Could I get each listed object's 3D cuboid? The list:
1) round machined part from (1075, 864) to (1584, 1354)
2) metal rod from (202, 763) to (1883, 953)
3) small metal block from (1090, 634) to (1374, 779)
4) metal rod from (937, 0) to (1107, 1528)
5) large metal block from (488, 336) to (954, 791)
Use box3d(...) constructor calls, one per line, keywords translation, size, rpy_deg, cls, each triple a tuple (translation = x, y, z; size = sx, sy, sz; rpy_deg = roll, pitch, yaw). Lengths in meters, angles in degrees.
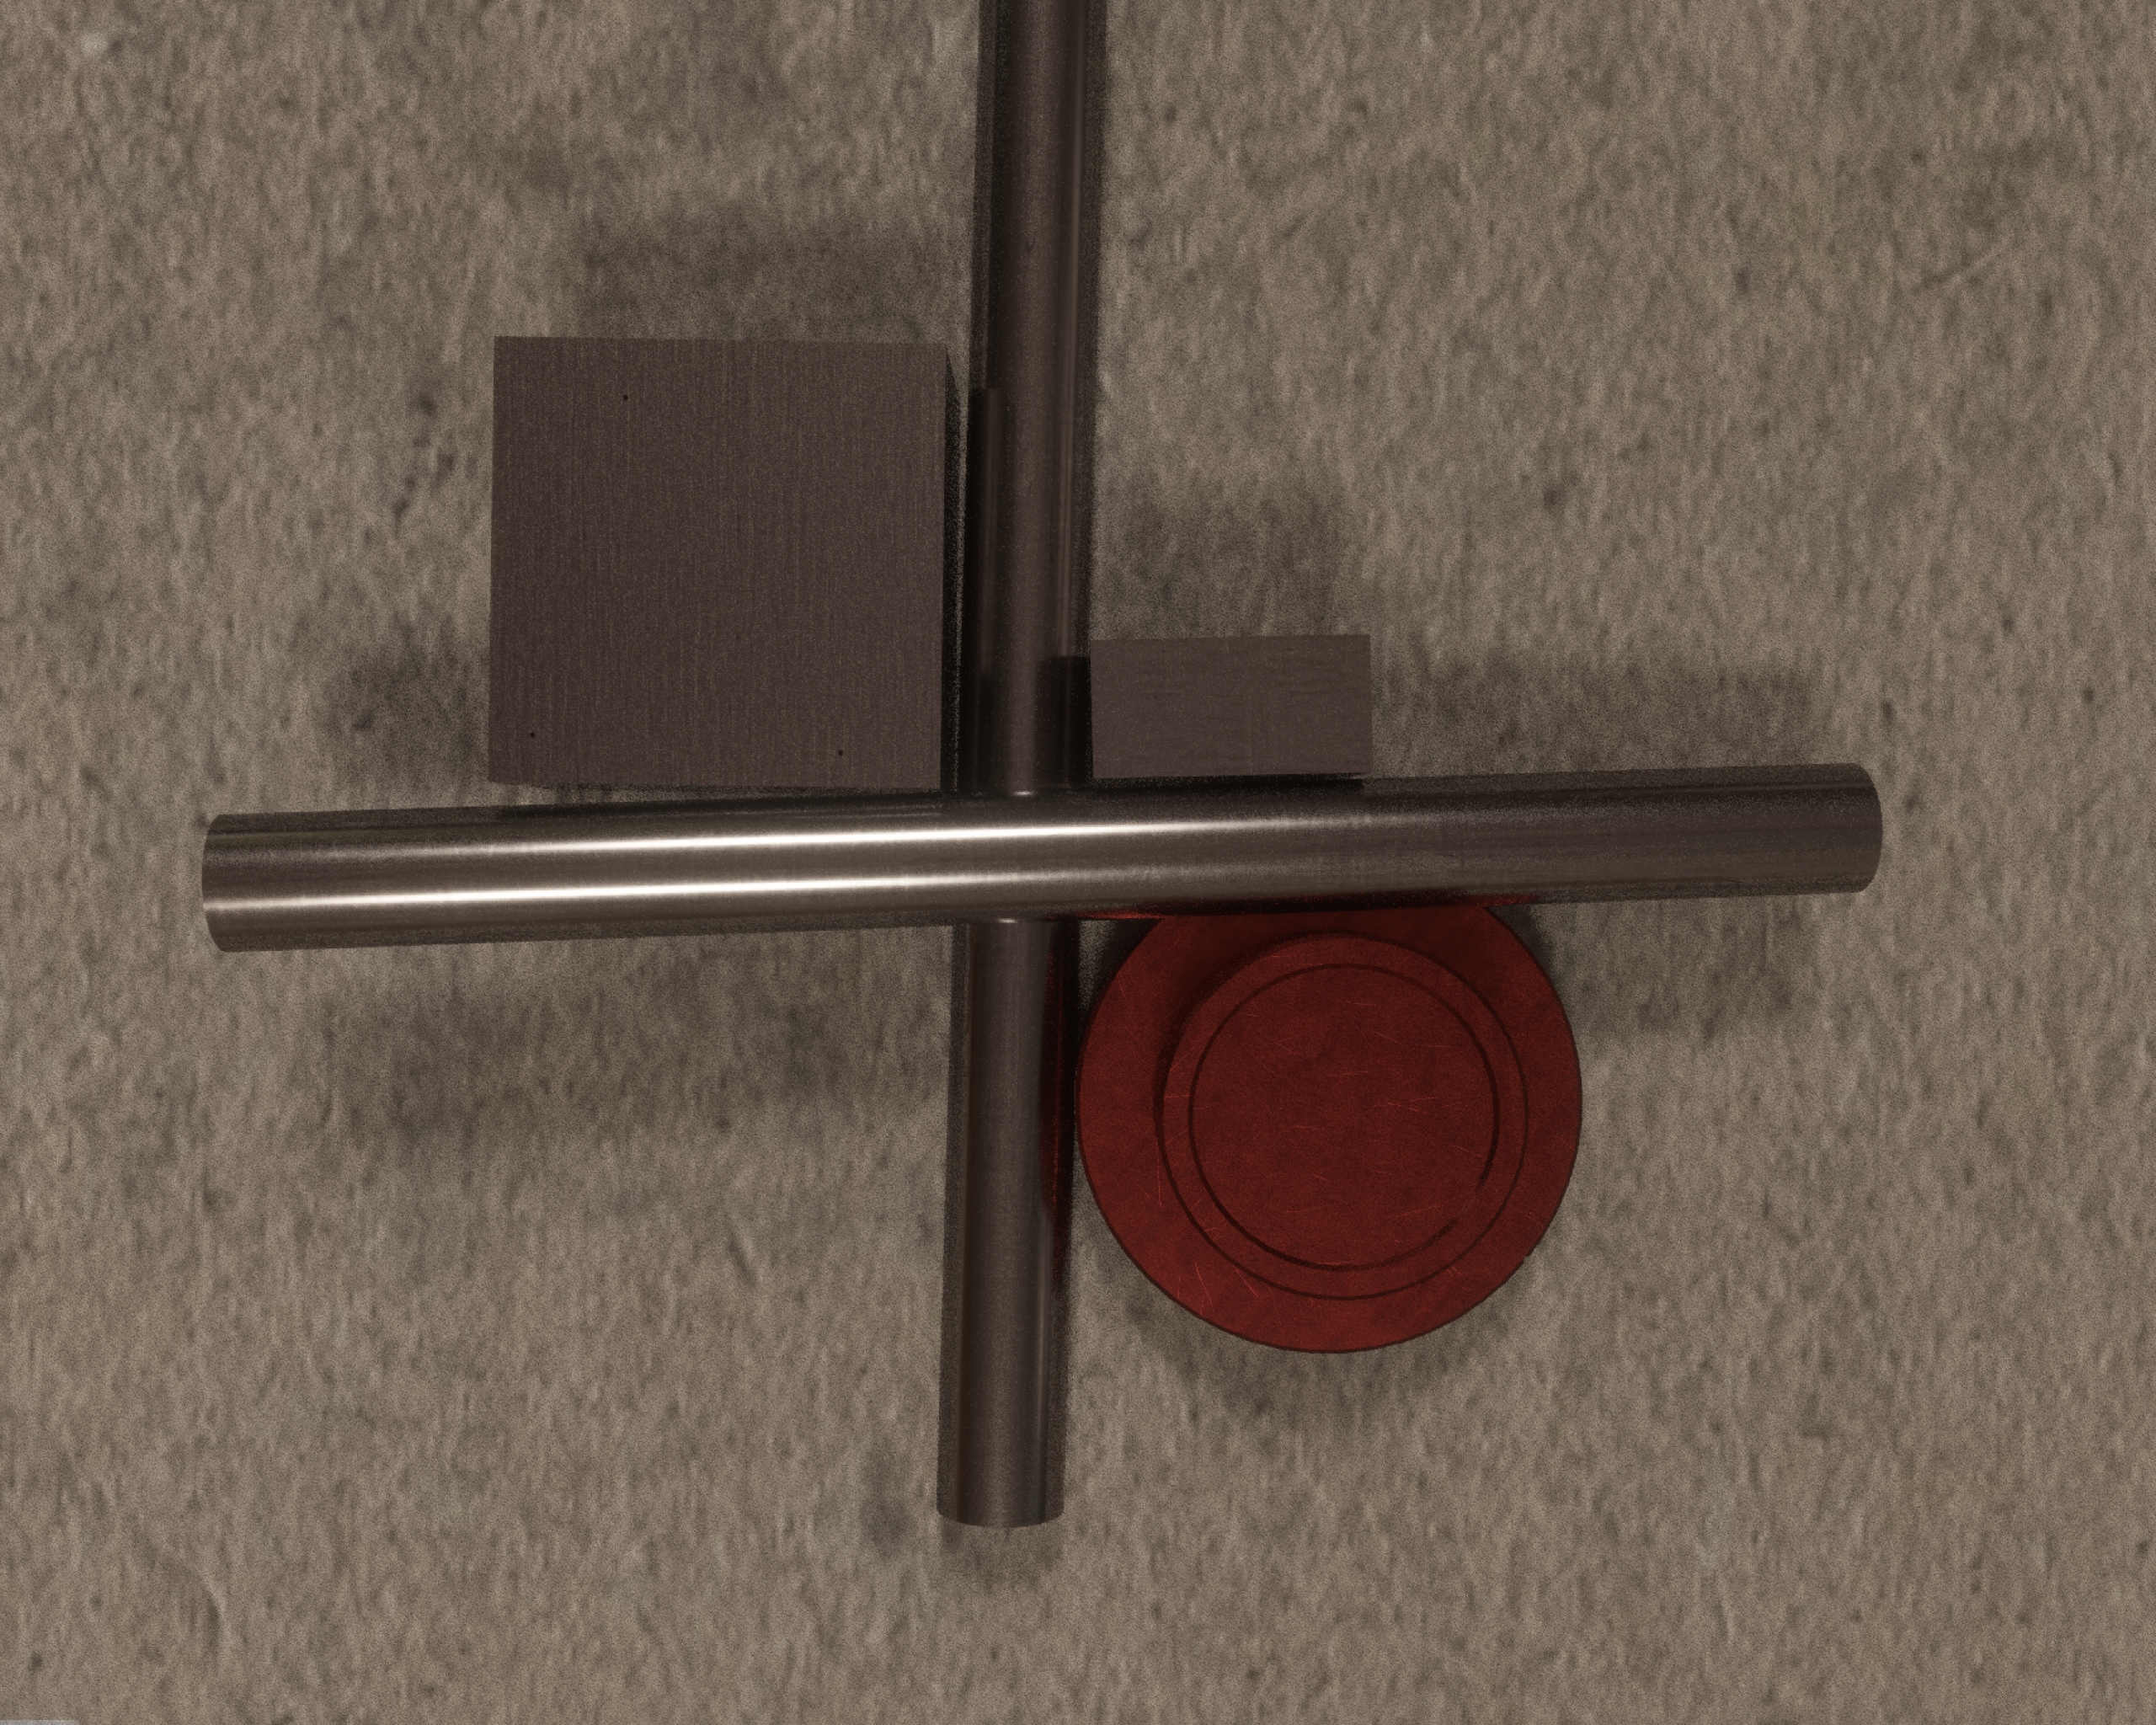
box3d(translation=(0.049, 0.047, 0.402), size=(0.099, 0.042, 0.097), rpy_deg=(0, 90, -1), cls="round machined part")
box3d(translation=(-0.002, -0.001, 0.386), size=(0.302, 0.025, 0.025), rpy_deg=(-2, 90, -5), cls="metal rod")
box3d(translation=(0.028, -0.028, 0.399), size=(0.050, 0.050, 0.025), rpy_deg=(-1, 90, -1), cls="small metal block")
box3d(translation=(-0.011, -0.022, 0.411), size=(0.025, 0.025, 0.298), rpy_deg=(2, 90, -1), cls="metal rod")
box3d(translation=(-0.064, -0.054, 0.397), size=(0.081, 0.050, 0.079), rpy_deg=(1, 90, -1), cls="large metal block")
